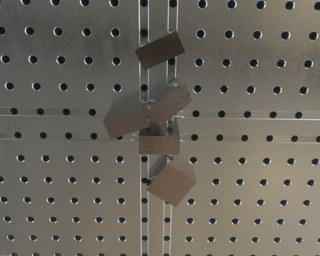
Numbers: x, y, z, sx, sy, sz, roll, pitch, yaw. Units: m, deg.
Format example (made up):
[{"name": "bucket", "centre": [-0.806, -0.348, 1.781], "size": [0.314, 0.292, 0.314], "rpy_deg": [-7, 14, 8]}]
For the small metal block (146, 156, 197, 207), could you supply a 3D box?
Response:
[{"name": "small metal block", "centre": [0.016, 0.076, 0.442], "size": [0.050, 0.025, 0.050], "rpy_deg": [33, 107, -12]}]

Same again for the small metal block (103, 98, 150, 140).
[{"name": "small metal block", "centre": [-0.040, -0.013, 0.395], "size": [0.050, 0.050, 0.025], "rpy_deg": [-19, 109, 7]}]

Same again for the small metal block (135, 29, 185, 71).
[{"name": "small metal block", "centre": [0.000, -0.093, 0.366], "size": [0.050, 0.050, 0.025], "rpy_deg": [-23, 109, 8]}]

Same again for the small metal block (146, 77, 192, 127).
[{"name": "small metal block", "centre": [0.011, -0.034, 0.388], "size": [0.050, 0.050, 0.025], "rpy_deg": [-40, 105, 13]}]

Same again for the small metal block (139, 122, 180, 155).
[{"name": "small metal block", "centre": [-0.001, 0.013, 0.405], "size": [0.050, 0.050, 0.025], "rpy_deg": [1, 110, -1]}]
